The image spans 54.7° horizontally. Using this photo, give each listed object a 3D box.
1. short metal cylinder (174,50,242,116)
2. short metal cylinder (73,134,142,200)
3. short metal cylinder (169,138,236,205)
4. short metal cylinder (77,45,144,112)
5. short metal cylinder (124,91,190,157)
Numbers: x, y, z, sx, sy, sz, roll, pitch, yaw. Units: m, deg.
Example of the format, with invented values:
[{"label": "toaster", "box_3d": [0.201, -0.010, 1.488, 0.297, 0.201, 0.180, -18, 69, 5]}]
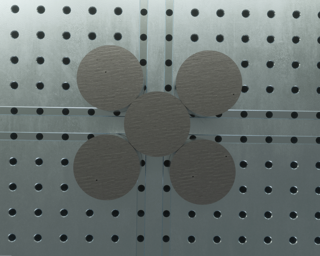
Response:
[{"label": "short metal cylinder", "box_3d": [0.059, -0.054, 0.399, 0.081, 0.050, 0.079, 0, 90, -1]}, {"label": "short metal cylinder", "box_3d": [-0.065, 0.047, 0.399, 0.081, 0.050, 0.079, 0, 90, -1]}, {"label": "short metal cylinder", "box_3d": [0.052, 0.053, 0.401, 0.081, 0.050, 0.079, 0, 90, -1]}, {"label": "short metal cylinder", "box_3d": [-0.061, -0.061, 0.399, 0.081, 0.050, 0.079, 0, 90, -1]}, {"label": "short metal cylinder", "box_3d": [-0.003, -0.005, 0.400, 0.081, 0.050, 0.079, 0, 90, -1]}]
